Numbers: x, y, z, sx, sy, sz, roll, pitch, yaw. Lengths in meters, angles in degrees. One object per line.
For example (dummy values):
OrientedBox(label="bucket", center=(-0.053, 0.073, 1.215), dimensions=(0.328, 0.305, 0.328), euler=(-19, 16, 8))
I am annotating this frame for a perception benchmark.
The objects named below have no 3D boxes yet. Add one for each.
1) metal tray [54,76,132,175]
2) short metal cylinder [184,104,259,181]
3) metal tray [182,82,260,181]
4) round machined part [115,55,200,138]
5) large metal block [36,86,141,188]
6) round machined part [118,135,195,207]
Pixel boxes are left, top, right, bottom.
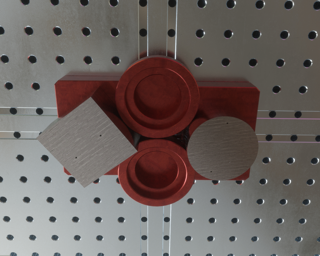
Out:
OrientedBox(label="metal tray", center=(-0.083, -0.002, 0.409), dimensions=(0.091, 0.030, 0.129), euler=(0, 110, -2))
OrientedBox(label="short metal cylinder", center=(0.071, 0.016, 0.374), dimensions=(0.081, 0.050, 0.079), euler=(0, 110, 0))
OrientedBox(label="metal tray", center=(0.076, 0.006, 0.411), dimensions=(0.091, 0.030, 0.129), euler=(1, 110, -1))
OrientedBox(label="round machined part", center=(-0.003, -0.040, 0.380), dimensions=(0.099, 0.042, 0.097), euler=(0, 110, 0))
OrientedBox(label="large metal block", center=(-0.081, 0.010, 0.371), dimensions=(0.080, 0.050, 0.080), euler=(-35, 107, 12))
OrientedBox(label="round machined part", center=(-0.004, 0.052, 0.414), dimensions=(0.099, 0.042, 0.097), euler=(0, 110, 0))
